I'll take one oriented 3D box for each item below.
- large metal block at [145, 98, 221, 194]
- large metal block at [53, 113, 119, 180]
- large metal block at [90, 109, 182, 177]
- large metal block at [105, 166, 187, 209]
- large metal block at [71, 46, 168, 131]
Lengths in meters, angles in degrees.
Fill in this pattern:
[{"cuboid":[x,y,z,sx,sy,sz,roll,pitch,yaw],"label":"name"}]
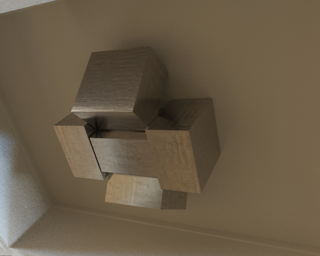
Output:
[{"cuboid":[0.031,0.018,0.366,0.050,0.080,0.080,1,119,28],"label":"large metal block"},{"cuboid":[-0.087,0.013,0.426,0.050,0.080,0.080,1,119,28],"label":"large metal block"},{"cuboid":[-0.027,0.015,0.395,0.080,0.080,0.050,1,119,28],"label":"large metal block"},{"cuboid":[-0.015,0.080,0.420,0.080,0.080,0.050,0,77,27],"label":"large metal block"},{"cuboid":[-0.044,-0.043,0.360,0.080,0.080,0.050,2,157,27],"label":"large metal block"}]
